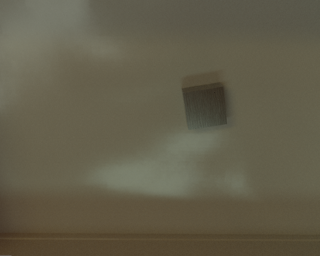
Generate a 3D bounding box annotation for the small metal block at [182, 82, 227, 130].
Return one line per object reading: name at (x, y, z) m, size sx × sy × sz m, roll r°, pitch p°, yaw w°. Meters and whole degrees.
small metal block at (0.057, -0.028, 0.402) m, size 0.050 × 0.025 × 0.050 m, roll -9°, pitch 110°, yaw 3°
